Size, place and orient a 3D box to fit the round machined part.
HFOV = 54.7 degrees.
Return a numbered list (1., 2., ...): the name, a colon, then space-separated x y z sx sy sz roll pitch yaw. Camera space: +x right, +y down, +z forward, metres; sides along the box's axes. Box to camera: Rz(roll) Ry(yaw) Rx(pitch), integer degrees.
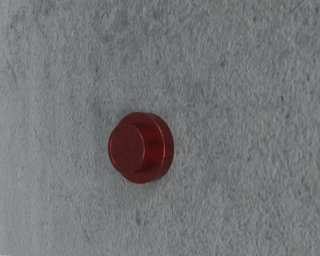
1. round machined part: -0.032 0.027 0.419 0.098 0.042 0.097 0 90 39
